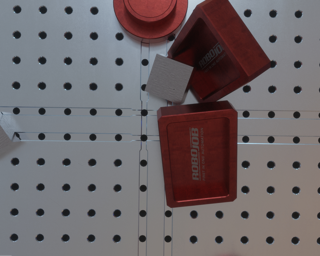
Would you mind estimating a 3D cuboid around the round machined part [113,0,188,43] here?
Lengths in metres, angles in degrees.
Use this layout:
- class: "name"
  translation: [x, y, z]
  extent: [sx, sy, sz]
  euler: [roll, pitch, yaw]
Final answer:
- class: "round machined part"
  translation: [-0.012, -0.165, 0.404]
  extent: [0.099, 0.042, 0.097]
  euler: [0, 90, 0]

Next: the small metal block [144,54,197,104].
- class: "small metal block"
  translation: [0.014, -0.064, 0.402]
  extent: [0.050, 0.025, 0.050]
  euler: [23, 107, 11]

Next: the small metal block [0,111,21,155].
- class: "small metal block"
  translation: [-0.226, 0.012, 0.412]
  extent: [0.050, 0.025, 0.050]
  euler: [-35, 90, 0]

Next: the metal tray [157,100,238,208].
- class: "metal tray"
  translation: [0.047, 0.035, 0.385]
  extent: [0.091, 0.030, 0.129]
  euler: [-6, 115, 0]

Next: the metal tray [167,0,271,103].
- class: "metal tray"
  translation: [0.060, -0.081, 0.359]
  extent: [0.030, 0.130, 0.090]
  euler: [-35, 90, -15]
